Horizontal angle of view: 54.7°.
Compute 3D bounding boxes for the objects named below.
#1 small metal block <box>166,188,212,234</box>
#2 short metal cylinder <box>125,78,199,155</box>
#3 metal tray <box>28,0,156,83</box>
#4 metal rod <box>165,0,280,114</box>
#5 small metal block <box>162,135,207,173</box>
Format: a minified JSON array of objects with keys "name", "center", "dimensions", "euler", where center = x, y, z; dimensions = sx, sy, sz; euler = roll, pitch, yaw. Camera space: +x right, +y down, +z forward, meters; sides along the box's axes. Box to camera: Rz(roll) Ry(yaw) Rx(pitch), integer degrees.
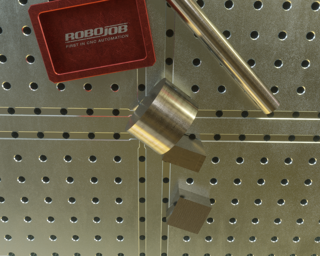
[{"name":"small metal block","center":[0.042,0.123,0.460],"dimensions":[0.050,0.025,0.050],"euler":[20,109,-8]},{"name":"short metal cylinder","center":[0.002,-0.014,0.379],"dimensions":[0.050,0.080,0.080],"euler":[37,106,-13]},{"name":"metal tray","center":[-0.076,-0.110,0.369],"dimensions":[0.131,0.030,0.089],"euler":[-10,110,3]},{"name":"metal rod","center":[0.043,-0.129,0.366],"dimensions":[0.025,0.025,0.300],"euler":[-42,105,13]},{"name":"small metal block","center":[0.030,0.029,0.411],"dimensions":[0.050,0.050,0.025],"euler":[20,109,-8]}]
